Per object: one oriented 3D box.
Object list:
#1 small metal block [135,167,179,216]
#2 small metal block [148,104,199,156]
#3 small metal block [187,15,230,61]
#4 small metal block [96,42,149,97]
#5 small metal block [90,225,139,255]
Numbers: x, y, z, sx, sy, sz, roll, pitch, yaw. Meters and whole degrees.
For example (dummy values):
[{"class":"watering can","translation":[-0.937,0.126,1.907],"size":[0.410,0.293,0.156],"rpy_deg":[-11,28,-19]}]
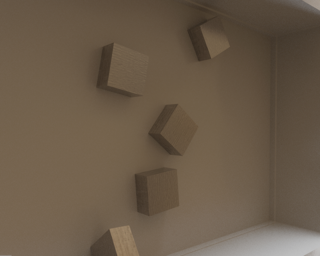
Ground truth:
[{"class":"small metal block","translation":[-0.003,0.081,0.404],"size":[0.050,0.025,0.050],"rpy_deg":[-7,94,-40]},{"class":"small metal block","translation":[0.019,0.003,0.423],"size":[0.050,0.025,0.050],"rpy_deg":[46,63,-30]},{"class":"small metal block","translation":[0.074,-0.135,0.468],"size":[0.050,0.025,0.050],"rpy_deg":[-37,113,-34]},{"class":"small metal block","translation":[-0.044,-0.067,0.370],"size":[0.050,0.025,0.050],"rpy_deg":[13,82,-39]},{"class":"small metal block","translation":[-0.048,0.142,0.337],"size":[0.025,0.050,0.050],"rpy_deg":[4,50,-40]}]
